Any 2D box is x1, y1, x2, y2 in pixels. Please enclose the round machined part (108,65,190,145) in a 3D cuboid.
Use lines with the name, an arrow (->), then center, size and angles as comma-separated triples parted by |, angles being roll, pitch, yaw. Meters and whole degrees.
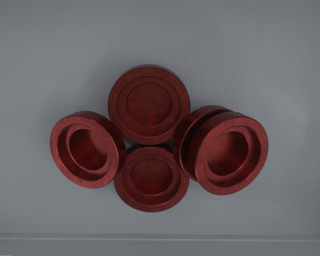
round machined part -> -0.013, -0.031, 0.388 | 0.099, 0.042, 0.097 | 0, 110, 0

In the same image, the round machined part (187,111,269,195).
round machined part -> 0.076, 0.027, 0.370 | 0.099, 0.042, 0.097 | -8, 112, -21

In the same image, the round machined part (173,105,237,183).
round machined part -> 0.061, 0.017, 0.396 | 0.099, 0.042, 0.097 | -8, 111, -21

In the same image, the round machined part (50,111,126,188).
round machined part -> -0.087, 0.024, 0.398 | 0.098, 0.042, 0.097 | 7, 111, 19

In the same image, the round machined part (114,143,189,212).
round machined part -> -0.011, 0.062, 0.422 | 0.099, 0.042, 0.097 | 0, 110, 0
